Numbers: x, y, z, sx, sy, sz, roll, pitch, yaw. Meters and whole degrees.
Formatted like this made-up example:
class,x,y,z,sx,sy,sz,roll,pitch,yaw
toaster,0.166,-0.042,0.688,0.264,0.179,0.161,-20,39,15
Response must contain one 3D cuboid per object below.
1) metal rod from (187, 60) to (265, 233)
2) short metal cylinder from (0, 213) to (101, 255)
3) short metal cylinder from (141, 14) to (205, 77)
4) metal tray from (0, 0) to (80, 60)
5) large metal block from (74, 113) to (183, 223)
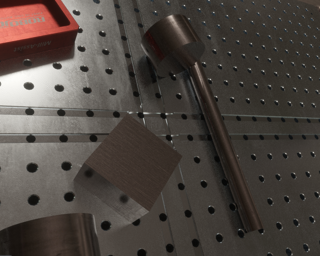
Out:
class,x,y,z,sx,sy,sz,roll,pitch,yaw
metal rod,0.084,-0.001,0.455,0.025,0.025,0.299,-2,63,-30
short metal cylinder,-0.091,0.108,0.259,0.081,0.080,0.050,-1,63,-29
short metal cylinder,0.019,-0.120,0.458,0.081,0.080,0.050,-17,71,-35
metal tray,-0.182,-0.137,0.390,0.131,0.030,0.090,-27,77,-37
large metal block,-0.034,0.045,0.348,0.080,0.050,0.080,38,51,-3
